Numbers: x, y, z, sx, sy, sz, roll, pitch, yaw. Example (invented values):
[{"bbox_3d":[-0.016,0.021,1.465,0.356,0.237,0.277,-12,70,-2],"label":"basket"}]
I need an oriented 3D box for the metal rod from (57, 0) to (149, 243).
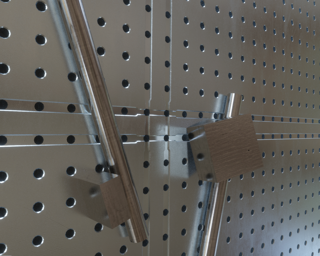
[{"bbox_3d":[-0.062,-0.005,0.356,0.025,0.025,0.298,-24,105,-38],"label":"metal rod"}]

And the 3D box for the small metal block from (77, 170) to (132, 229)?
[{"bbox_3d":[-0.062,0.077,0.341,0.025,0.050,0.050,-22,104,-38],"label":"small metal block"}]

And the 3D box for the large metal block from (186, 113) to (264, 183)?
[{"bbox_3d":[0.094,0.028,0.452,0.081,0.050,0.080,-14,91,-23],"label":"large metal block"}]

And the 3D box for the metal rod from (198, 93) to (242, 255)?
[{"bbox_3d":[0.093,0.091,0.487,0.025,0.025,0.299,20,77,-38],"label":"metal rod"}]
